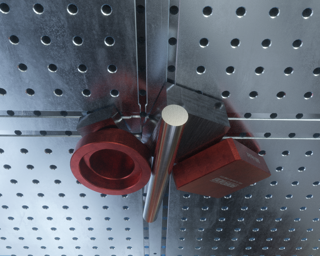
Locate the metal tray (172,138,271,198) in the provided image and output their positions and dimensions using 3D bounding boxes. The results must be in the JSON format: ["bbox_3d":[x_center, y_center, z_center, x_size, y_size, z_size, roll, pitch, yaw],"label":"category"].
[{"bbox_3d":[0.087,0.060,0.423,0.090,0.030,0.131,-31,149,24],"label":"metal tray"}]

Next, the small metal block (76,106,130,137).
[{"bbox_3d":[-0.074,0.004,0.410,0.050,0.025,0.050,-17,128,14],"label":"small metal block"}]

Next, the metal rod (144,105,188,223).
[{"bbox_3d":[-0.001,0.070,0.414,0.025,0.025,0.298,5,146,-4],"label":"metal rod"}]

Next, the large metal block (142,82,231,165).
[{"bbox_3d":[0.029,-0.001,0.391,0.081,0.050,0.079,18,128,-15],"label":"large metal block"}]

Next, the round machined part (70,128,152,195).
[{"bbox_3d":[-0.059,0.039,0.392,0.099,0.042,0.097,2,131,2],"label":"round machined part"}]
